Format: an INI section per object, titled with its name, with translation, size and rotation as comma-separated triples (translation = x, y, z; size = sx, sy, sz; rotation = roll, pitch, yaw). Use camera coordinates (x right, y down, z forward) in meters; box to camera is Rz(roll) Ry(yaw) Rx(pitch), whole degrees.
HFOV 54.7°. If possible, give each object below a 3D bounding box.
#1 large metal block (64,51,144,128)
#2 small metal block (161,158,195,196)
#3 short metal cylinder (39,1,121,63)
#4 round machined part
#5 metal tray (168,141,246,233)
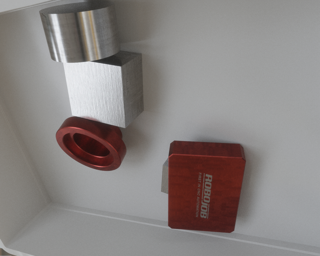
[large metal block]
translation = -0.069, -0.054, 0.394
size = 0.080, 0.050, 0.079
rotation = 13, 124, 20
[small metal block]
translation = 0.031, 0.072, 0.436
size = 0.050, 0.025, 0.050
rotation = 16, 125, 18
[short metal cylinder]
translation = -0.088, -0.110, 0.350
size = 0.080, 0.080, 0.050
rotation = 9, 122, 23
[round machined part]
translation = -0.093, 0.016, 0.443
size = 0.098, 0.042, 0.097
rotation = 14, 143, 12
[metal tray]
translation = 0.057, 0.080, 0.406
size = 0.091, 0.030, 0.129
rotation = 3, 122, 5
